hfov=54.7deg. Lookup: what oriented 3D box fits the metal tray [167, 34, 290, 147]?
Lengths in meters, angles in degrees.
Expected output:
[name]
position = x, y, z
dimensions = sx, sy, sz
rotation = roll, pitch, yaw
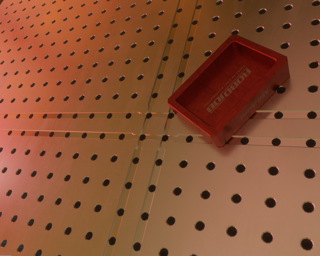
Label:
[metal tray]
position = 0.084, -0.051, 0.390
dimensions = 0.130, 0.030, 0.090
rotation = -46, 51, -4
